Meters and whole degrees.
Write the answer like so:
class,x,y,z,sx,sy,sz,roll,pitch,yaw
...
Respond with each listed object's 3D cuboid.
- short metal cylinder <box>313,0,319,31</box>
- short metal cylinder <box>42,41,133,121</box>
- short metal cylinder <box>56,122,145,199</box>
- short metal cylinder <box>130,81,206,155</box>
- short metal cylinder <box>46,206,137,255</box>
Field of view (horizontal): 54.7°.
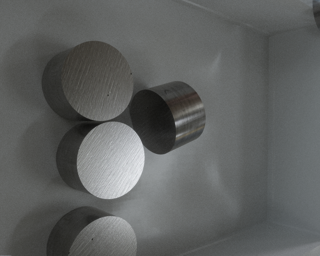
class,x,y,z,sx,sy,sz,roll,pitch,yaw
short metal cylinder,0.276,-0.188,0.472,0.081,0.050,0.079,0,90,-40
short metal cylinder,-0.076,-0.047,0.328,0.081,0.050,0.079,0,90,-40
short metal cylinder,-0.064,0.033,0.338,0.081,0.050,0.079,0,90,-40
short metal cylinder,0.009,-0.013,0.380,0.050,0.080,0.079,-22,104,-38
short metal cylinder,-0.072,0.129,0.332,0.081,0.050,0.079,0,90,-40
